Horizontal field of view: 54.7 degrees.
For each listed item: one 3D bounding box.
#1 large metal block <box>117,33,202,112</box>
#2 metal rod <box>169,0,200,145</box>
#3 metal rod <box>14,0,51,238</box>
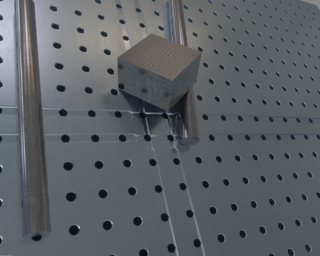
[{"bbox_3d":[-0.001,-0.078,0.422,0.080,0.050,0.080,26,48,18],"label":"large metal block"},{"bbox_3d":[0.034,-0.111,0.494,0.025,0.025,0.299,11,57,-23],"label":"metal rod"},{"bbox_3d":[-0.147,-0.033,0.349,0.025,0.025,0.299,0,62,-28],"label":"metal rod"}]
